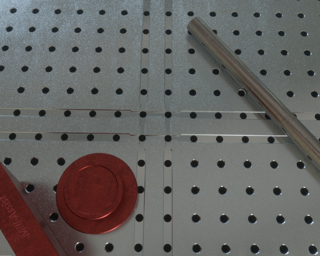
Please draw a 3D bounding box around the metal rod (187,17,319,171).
[{"bbox_3d":[0.141,-0.046,0.430,0.025,0.025,0.300,-35,74,-12],"label":"metal rod"}]

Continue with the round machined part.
[{"bbox_3d":[-0.076,0.077,0.374,0.099,0.042,0.098,0,70,-1],"label":"round machined part"}]

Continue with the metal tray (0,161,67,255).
[{"bbox_3d":[-0.146,0.104,0.335,0.030,0.090,0.130,-34,74,-22],"label":"metal tray"}]
